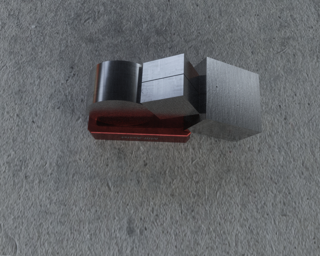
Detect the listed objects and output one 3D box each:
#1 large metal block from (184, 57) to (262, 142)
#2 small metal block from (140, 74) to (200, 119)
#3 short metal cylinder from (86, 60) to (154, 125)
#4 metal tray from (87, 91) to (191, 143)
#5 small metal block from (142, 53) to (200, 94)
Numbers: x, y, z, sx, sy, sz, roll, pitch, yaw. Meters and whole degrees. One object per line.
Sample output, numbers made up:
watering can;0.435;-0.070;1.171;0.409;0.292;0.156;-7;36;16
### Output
large metal block;0.079;-0.033;0.393;0.081;0.050;0.080;12;68;-23
small metal block;0.013;-0.033;0.352;0.050;0.050;0.025;-8;67;25
short metal cylinder;-0.047;-0.040;0.381;0.081;0.080;0.050;1;70;0
metal tray;-0.024;-0.029;0.417;0.131;0.030;0.090;2;70;0
small metal block;0.014;-0.058;0.362;0.050;0.050;0.025;-8;67;25
